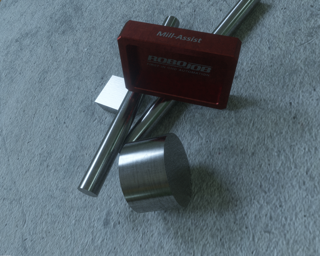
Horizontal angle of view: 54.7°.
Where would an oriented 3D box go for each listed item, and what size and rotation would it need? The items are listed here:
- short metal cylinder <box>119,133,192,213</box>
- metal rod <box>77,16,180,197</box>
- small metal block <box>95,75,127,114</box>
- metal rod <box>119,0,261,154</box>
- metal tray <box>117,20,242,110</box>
[{"bbox_3d":[-0.003,0.049,0.339,0.050,0.080,0.080,-14,56,20],"label":"short metal cylinder"},{"bbox_3d":[-0.032,-0.048,0.426,0.025,0.025,0.300,5,57,30],"label":"metal rod"},{"bbox_3d":[-0.060,-0.047,0.463,0.050,0.025,0.050,20,72,35],"label":"small metal block"},{"bbox_3d":[0.044,-0.079,0.428,0.025,0.025,0.300,33,80,38],"label":"metal rod"},{"bbox_3d":[0.021,-0.072,0.365,0.131,0.090,0.030,12,57,10],"label":"metal tray"}]
